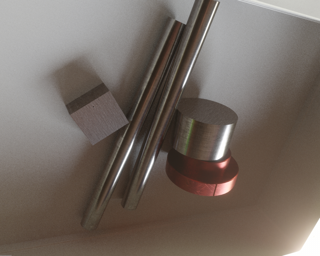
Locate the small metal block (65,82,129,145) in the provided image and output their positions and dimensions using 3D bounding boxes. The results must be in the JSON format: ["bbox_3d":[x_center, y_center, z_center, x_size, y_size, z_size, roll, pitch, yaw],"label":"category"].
[{"bbox_3d":[-0.072,-0.016,0.360,0.050,0.025,0.050,-33,129,-7],"label":"small metal block"}]

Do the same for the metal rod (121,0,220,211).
[{"bbox_3d":[0.003,-0.011,0.387,0.025,0.025,0.298,3,122,-31],"label":"metal rod"}]

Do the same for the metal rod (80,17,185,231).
[{"bbox_3d":[-0.040,0.009,0.393,0.025,0.025,0.298,13,112,-34],"label":"metal rod"}]

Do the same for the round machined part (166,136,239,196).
[{"bbox_3d":[0.059,0.045,0.423,0.099,0.098,0.042,-7,122,-26],"label":"round machined part"}]

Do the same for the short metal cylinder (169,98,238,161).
[{"bbox_3d":[0.055,-0.001,0.405,0.081,0.080,0.050,-4,120,-27],"label":"short metal cylinder"}]
